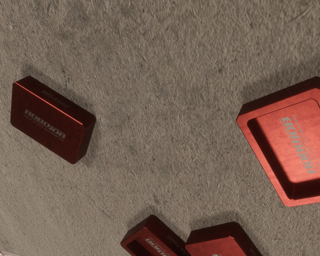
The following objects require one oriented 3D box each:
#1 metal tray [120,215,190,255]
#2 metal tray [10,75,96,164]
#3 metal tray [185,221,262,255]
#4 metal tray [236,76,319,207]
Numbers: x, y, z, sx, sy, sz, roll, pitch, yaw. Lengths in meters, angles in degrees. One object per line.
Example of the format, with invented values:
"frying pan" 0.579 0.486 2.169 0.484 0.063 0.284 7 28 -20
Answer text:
"metal tray" 0.005 0.217 0.533 0.130 0.030 0.090 43 129 -2
"metal tray" -0.170 -0.011 0.484 0.130 0.030 0.089 31 128 7
"metal tray" 0.111 0.208 0.473 0.090 0.030 0.130 -28 103 37
"metal tray" 0.153 0.020 0.334 0.090 0.030 0.130 -23 107 36
